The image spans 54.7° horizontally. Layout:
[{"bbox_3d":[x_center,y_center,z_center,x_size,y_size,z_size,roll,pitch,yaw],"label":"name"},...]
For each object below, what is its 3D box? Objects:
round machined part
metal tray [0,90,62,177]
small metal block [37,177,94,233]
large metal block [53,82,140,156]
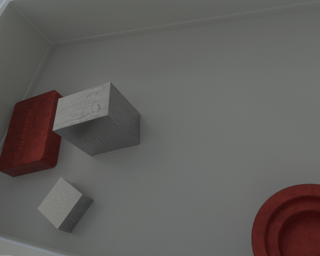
[{"bbox_3d":[0.132,0.101,0.263,0.098,0.042,0.098,-13,56,20],"label":"round machined part"},{"bbox_3d":[-0.204,0.007,0.502,0.090,0.030,0.130,-14,56,19],"label":"metal tray"},{"bbox_3d":[-0.124,0.101,0.407,0.050,0.025,0.050,26,75,36],"label":"small metal block"},{"bbox_3d":[-0.081,-0.008,0.416,0.080,0.080,0.050,-14,56,20],"label":"large metal block"}]
